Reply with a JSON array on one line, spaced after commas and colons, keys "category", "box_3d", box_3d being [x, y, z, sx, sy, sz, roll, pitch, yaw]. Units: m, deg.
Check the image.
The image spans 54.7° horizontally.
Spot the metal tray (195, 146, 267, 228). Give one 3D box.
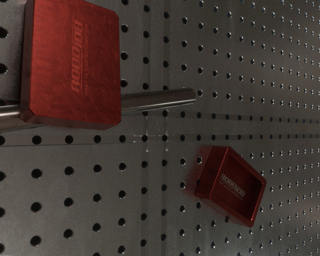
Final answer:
[{"category": "metal tray", "box_3d": [0.121, 0.098, 0.510, 0.130, 0.030, 0.090, 39, 66, -33]}]

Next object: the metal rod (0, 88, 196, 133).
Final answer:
[{"category": "metal rod", "box_3d": [-0.072, -0.023, 0.350, 0.302, 0.025, 0.025, -11, 98, -40]}]

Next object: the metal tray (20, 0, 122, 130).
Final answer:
[{"category": "metal tray", "box_3d": [-0.087, -0.067, 0.313, 0.091, 0.030, 0.129, 7, 73, -37]}]
